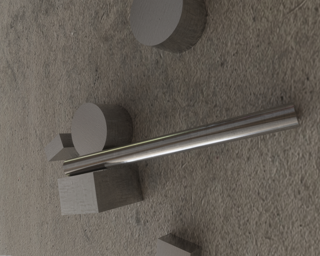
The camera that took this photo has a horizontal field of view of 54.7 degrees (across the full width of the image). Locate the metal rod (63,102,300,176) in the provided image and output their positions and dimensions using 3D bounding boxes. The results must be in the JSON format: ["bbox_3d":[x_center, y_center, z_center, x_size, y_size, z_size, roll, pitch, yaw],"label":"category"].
[{"bbox_3d":[0.002,0.021,0.366,0.300,0.025,0.025,-15,81,27],"label":"metal rod"}]

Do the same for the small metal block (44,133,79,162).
[{"bbox_3d":[-0.154,0.032,0.512,0.050,0.050,0.025,-36,68,34],"label":"small metal block"}]

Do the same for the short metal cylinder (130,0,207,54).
[{"bbox_3d":[0.010,-0.136,0.379,0.080,0.050,0.079,0,90,39],"label":"short metal cylinder"}]

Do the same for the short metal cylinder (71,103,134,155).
[{"bbox_3d":[-0.086,0.004,0.457,0.080,0.050,0.079,0,90,39],"label":"short metal cylinder"}]

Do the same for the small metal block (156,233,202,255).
[{"bbox_3d":[0.022,0.167,0.385,0.050,0.025,0.050,9,95,39],"label":"small metal block"}]

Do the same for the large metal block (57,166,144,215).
[{"bbox_3d":[-0.083,0.087,0.435,0.080,0.081,0.050,-15,81,38],"label":"large metal block"}]
